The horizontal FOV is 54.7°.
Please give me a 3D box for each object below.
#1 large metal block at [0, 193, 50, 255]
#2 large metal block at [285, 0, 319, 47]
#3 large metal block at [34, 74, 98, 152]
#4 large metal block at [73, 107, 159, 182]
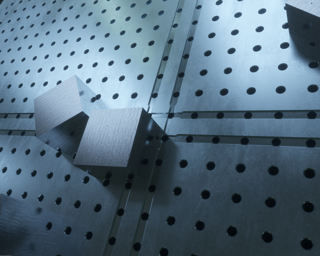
[{"bbox_3d":[-0.185,0.138,0.383,0.050,0.080,0.080,-26,53,12],"label":"large metal block"},{"bbox_3d":[0.212,-0.143,0.368,0.080,0.050,0.080,-42,51,-1],"label":"large metal block"},{"bbox_3d":[-0.143,-0.023,0.479,0.080,0.050,0.080,-29,52,9],"label":"large metal block"},{"bbox_3d":[-0.055,0.022,0.406,0.080,0.050,0.080,-1,61,27],"label":"large metal block"}]
